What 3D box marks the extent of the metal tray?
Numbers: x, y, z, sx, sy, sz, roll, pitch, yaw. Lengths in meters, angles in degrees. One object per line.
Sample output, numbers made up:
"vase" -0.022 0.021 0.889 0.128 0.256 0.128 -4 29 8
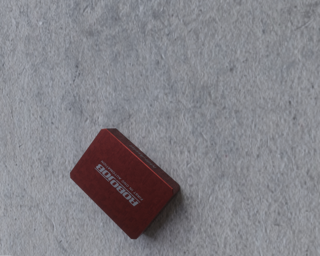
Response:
"metal tray" -0.050 0.073 0.423 0.130 0.030 0.090 40 102 15
